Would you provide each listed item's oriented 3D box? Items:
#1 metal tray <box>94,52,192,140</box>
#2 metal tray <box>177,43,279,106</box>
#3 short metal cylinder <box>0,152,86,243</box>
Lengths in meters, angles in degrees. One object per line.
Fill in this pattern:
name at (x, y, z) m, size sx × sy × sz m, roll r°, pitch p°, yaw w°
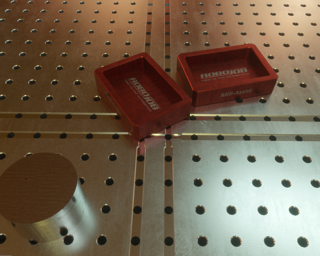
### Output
metal tray at (-0.027, -0.052, 0.447) m, size 0.091 × 0.030 × 0.130 m, roll -25°, pitch 55°, yaw -20°
metal tray at (0.100, -0.084, 0.476) m, size 0.131 × 0.030 × 0.090 m, roll -10°, pitch 51°, yaw -9°
short metal cylinder at (-0.124, 0.073, 0.329) m, size 0.081 × 0.050 × 0.080 m, roll 0°, pitch 50°, yaw 0°
